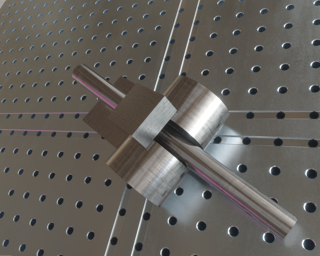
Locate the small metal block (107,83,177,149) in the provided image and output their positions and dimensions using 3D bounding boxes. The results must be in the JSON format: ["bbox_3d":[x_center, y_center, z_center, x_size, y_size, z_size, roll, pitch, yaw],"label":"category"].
[{"bbox_3d":[-0.020,-0.014,0.321,0.050,0.025,0.050,-51,43,-8],"label":"small metal block"}]

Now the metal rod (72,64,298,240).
[{"bbox_3d":[0.008,0.011,0.342,0.300,0.025,0.025,37,82,23],"label":"metal rod"}]

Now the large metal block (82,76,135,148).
[{"bbox_3d":[-0.042,-0.012,0.414,0.080,0.050,0.080,33,80,38],"label":"large metal block"}]

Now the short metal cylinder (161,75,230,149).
[{"bbox_3d":[0.033,-0.016,0.362,0.080,0.080,0.050,31,79,38],"label":"short metal cylinder"}]

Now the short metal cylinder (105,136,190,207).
[{"bbox_3d":[-0.014,0.044,0.349,0.080,0.080,0.050,34,81,38],"label":"short metal cylinder"}]
